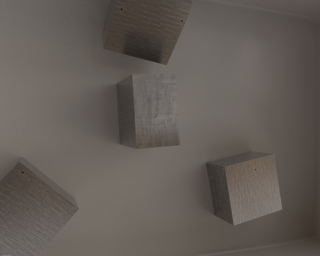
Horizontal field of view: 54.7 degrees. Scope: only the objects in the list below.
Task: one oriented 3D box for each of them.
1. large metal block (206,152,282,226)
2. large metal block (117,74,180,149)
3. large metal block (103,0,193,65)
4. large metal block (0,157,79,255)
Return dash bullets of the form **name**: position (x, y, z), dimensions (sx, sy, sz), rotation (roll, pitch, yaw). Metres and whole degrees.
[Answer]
- **large metal block**: position (0.119, 0.082, 0.441), dimensions (0.081, 0.050, 0.080), rotation (-11, 94, -20)
- **large metal block**: position (-0.017, -0.019, 0.375), dimensions (0.050, 0.080, 0.079), rotation (-4, 92, -20)
- **large metal block**: position (-0.018, -0.131, 0.368), dimensions (0.081, 0.050, 0.079), rotation (11, 129, -20)
- **large metal block**: position (-0.150, 0.091, 0.342), dimensions (0.080, 0.050, 0.080), rotation (44, 76, -15)
